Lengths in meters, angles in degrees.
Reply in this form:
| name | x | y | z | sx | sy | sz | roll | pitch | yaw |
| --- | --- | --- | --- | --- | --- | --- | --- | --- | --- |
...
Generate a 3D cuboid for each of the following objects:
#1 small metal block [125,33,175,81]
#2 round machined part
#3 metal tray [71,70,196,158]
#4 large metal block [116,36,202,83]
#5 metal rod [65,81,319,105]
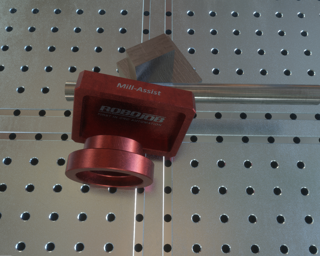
| name | x | y | z | sx | sy | sz | roll | pitch | yaw |
| --- | --- | --- | --- | --- | --- | --- | --- | --- | --- |
| small metal block | -0.011 | -0.081 | 0.375 | 0.050 | 0.050 | 0.025 | -26 | 73 | -9 |
| round machined part | -0.056 | 0.039 | 0.358 | 0.099 | 0.098 | 0.042 | 3 | 67 | 1 |
| metal tray | -0.033 | -0.012 | 0.365 | 0.131 | 0.089 | 0.030 | 10 | 46 | -10 |
| large metal block | -0.001 | -0.065 | 0.422 | 0.080 | 0.050 | 0.080 | -31 | 73 | -11 |
| metal rod | 0.040 | -0.042 | 0.374 | 0.302 | 0.025 | 0.025 | 1 | 70 | 0 |
